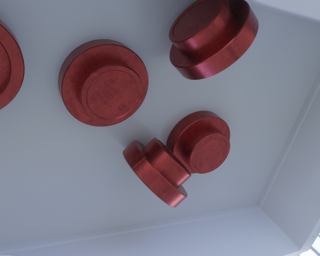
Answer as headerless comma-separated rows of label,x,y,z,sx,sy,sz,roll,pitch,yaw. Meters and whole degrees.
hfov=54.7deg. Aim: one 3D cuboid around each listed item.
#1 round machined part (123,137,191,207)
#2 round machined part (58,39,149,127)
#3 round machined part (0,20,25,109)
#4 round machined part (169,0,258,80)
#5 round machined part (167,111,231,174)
round machined part,0.002,0.050,0.395,0.042,0.098,0.098,-44,130,2
round machined part,-0.058,-0.044,0.340,0.099,0.042,0.097,-14,125,-21
round machined part,-0.172,-0.060,0.267,0.099,0.042,0.097,-14,125,-21
round machined part,0.048,-0.102,0.327,0.098,0.098,0.042,-45,124,3
round machined part,0.062,0.027,0.451,0.099,0.042,0.097,-14,125,-21
